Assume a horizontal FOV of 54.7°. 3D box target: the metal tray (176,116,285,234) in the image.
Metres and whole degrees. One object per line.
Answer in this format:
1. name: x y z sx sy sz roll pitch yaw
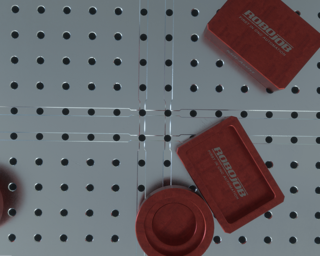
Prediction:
1. metal tray: 0.091 0.060 0.412 0.090 0.030 0.130 -31 90 -1

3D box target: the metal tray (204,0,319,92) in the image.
1. metal tray: 0.137 -0.123 0.413 0.130 0.030 0.090 40 90 -1

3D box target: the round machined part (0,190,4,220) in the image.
1. round machined part: -0.252 0.100 0.402 0.099 0.042 0.097 0 90 -1

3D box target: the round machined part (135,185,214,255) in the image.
1. round machined part: 0.019 0.123 0.405 0.099 0.042 0.097 0 90 -1
